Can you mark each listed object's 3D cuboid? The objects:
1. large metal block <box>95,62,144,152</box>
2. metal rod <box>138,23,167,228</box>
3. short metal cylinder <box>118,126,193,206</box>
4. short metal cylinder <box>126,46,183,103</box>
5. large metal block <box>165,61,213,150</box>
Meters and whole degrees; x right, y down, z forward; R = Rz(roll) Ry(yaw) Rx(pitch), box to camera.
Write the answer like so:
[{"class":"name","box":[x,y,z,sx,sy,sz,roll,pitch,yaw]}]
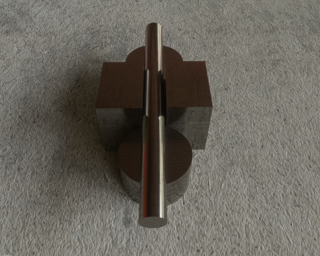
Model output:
[{"class":"large metal block","box":[-0.045,-0.026,0.390,0.050,0.080,0.080,-1,50,-1]},{"class":"metal rod","box":[-0.008,-0.032,0.366,0.025,0.025,0.300,0,50,0]},{"class":"short metal cylinder","box":[-0.005,0.043,0.353,0.081,0.050,0.080,0,49,0]},{"class":"short metal cylinder","box":[-0.008,-0.077,0.453,0.081,0.050,0.080,0,49,0]},{"class":"large metal block","box":[0.032,-0.028,0.392,0.050,0.080,0.080,-1,50,-1]}]
